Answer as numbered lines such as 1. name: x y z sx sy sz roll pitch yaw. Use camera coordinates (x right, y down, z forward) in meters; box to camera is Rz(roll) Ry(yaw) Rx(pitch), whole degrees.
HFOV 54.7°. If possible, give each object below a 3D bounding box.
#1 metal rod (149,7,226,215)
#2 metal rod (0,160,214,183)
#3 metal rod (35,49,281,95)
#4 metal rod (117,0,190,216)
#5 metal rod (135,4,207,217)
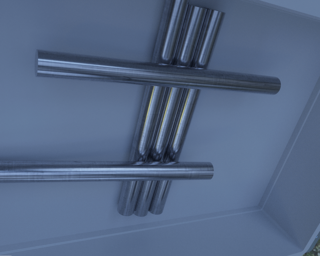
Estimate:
1. metal rod: 0.028 -0.005 0.418 0.025 0.025 0.298 1 118 -29
2. metal rod: -0.071 0.053 0.377 0.302 0.025 0.025 3 117 -22
3. metal rod: 0.022 -0.058 0.350 0.303 0.025 0.025 0 118 -28
4. metal rod: -0.015 -0.010 0.393 0.025 0.025 0.298 0 118 -29
5. metal rod: 0.005 -0.005 0.407 0.025 0.025 0.298 1 118 -29
